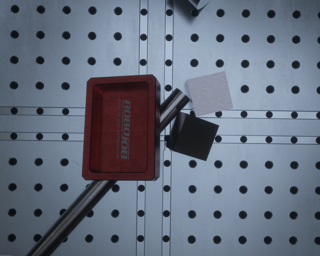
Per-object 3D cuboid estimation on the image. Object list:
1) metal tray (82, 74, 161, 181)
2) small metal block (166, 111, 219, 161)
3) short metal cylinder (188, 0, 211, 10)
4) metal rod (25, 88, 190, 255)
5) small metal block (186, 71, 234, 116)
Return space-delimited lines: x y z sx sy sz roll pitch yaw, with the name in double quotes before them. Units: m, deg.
"metal tray" -0.047 0.001 0.390 0.090 0.030 0.129 -1 80 10
"small metal block" 0.042 0.011 0.405 0.050 0.025 0.050 19 92 -23
"short metal cylinder" 0.057 -0.197 0.387 0.050 0.080 0.080 45 90 0
"metal rod" -0.069 0.066 0.412 0.025 0.025 0.300 42 90 -1
"small metal block" 0.065 -0.044 0.414 0.050 0.025 0.050 -13 90 -1
